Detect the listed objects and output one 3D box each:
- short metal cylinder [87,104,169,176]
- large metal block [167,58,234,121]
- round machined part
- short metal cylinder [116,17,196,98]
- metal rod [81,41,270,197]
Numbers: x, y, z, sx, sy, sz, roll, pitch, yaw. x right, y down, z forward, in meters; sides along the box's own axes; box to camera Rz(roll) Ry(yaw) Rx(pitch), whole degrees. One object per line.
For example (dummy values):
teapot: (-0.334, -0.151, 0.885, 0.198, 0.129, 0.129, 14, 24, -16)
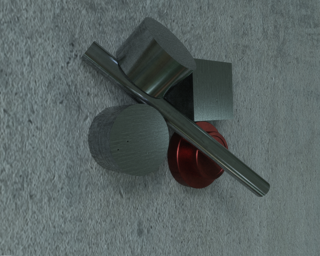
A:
short metal cylinder: (-0.036, 0.013, 0.361, 0.081, 0.050, 0.080, 0, 90, -40)
large metal block: (0.057, -0.051, 0.434, 0.081, 0.050, 0.079, -4, 93, -40)
round machined part: (0.061, 0.039, 0.445, 0.099, 0.042, 0.097, 0, 90, -40)
short metal cylinder: (-0.004, -0.081, 0.362, 0.080, 0.050, 0.080, 36, 29, -23)
metal rod: (0.033, 0.000, 0.389, 0.301, 0.025, 0.025, 38, 66, -19)
